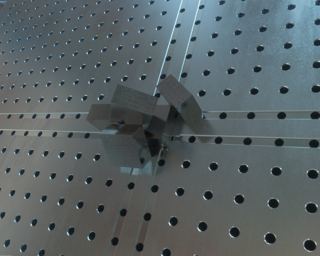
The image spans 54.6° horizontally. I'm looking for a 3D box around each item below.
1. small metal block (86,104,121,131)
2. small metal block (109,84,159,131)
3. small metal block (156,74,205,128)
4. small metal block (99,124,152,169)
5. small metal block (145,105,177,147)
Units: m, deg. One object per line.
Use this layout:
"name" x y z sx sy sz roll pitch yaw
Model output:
"small metal block" -0.065 -0.010 0.433 0.050 0.050 0.025 1 63 30
"small metal block" -0.033 -0.024 0.380 0.050 0.050 0.025 18 67 -4
"small metal block" 0.027 -0.034 0.400 0.025 0.050 0.050 -40 51 1
"small metal block" -0.044 0.023 0.399 0.050 0.050 0.025 1 31 29
"small metal block" -0.009 -0.003 0.416 0.050 0.025 0.050 2 63 28
